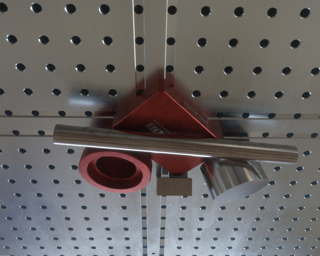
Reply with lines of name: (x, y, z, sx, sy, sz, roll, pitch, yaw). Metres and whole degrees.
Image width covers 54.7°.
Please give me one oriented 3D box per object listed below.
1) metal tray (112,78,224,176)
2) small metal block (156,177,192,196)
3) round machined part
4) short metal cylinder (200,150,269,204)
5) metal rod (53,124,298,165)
metal tray: (0.014, 0.005, 0.414, 0.090, 0.030, 0.130, -36, 122, 26)
small metal block: (0.020, 0.087, 0.469, 0.050, 0.025, 0.050, 2, 173, -3)
round machined part: (-0.060, 0.047, 0.433, 0.099, 0.042, 0.097, 3, 137, 3)
short metal cylinder: (0.103, 0.067, 0.434, 0.081, 0.050, 0.080, -15, 151, -8)
metal rod: (0.024, 0.021, 0.389, 0.302, 0.025, 0.025, 5, 130, -5)
